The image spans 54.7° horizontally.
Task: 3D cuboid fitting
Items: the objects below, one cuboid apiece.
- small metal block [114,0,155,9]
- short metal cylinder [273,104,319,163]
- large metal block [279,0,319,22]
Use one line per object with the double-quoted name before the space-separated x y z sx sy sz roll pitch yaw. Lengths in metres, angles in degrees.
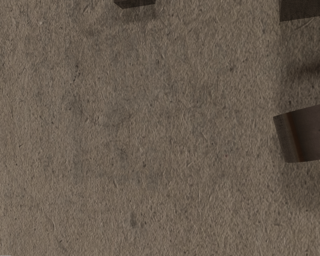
"small metal block" -0.035 -0.194 0.420 0.050 0.025 0.050 -1 90 19
"short metal cylinder" 0.165 0.002 0.322 0.080 0.080 0.050 -15 85 19
"large metal block" 0.167 -0.154 0.321 0.080 0.080 0.050 -3 89 19
